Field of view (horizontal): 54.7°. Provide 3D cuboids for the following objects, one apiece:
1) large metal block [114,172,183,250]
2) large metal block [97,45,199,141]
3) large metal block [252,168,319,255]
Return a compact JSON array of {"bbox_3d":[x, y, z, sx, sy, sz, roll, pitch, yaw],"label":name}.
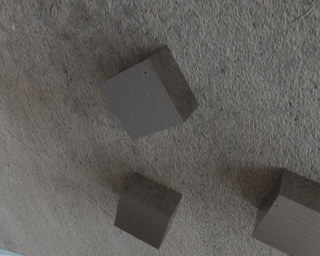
[{"bbox_3d":[-0.019,0.128,0.480,0.080,0.050,0.079,24,127,13],"label":"large metal block"},{"bbox_3d":[-0.013,-0.040,0.373,0.080,0.050,0.080,-19,108,35],"label":"large metal block"},{"bbox_3d":[0.167,0.107,0.369,0.080,0.050,0.079,24,127,13],"label":"large metal block"}]
